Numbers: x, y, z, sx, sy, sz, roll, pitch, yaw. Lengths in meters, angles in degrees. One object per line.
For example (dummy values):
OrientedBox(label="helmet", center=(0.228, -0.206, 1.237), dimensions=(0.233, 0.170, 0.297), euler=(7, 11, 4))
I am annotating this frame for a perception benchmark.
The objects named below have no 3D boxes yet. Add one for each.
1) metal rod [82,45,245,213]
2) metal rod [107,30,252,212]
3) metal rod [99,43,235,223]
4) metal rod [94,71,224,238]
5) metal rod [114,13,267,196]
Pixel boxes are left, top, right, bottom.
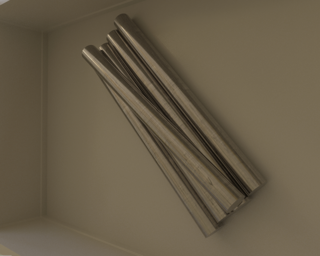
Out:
OrientedBox(label="metal rod", center=(-0.014, -0.018, 0.383), dimensions=(0.300, 0.025, 0.025), euler=(46, 118, 30))
OrientedBox(label="metal rod", center=(0.010, -0.027, 0.397), dimensions=(0.025, 0.025, 0.300), euler=(-50, 61, 28))
OrientedBox(label="metal rod", center=(-0.004, -0.011, 0.409), dimensions=(0.025, 0.025, 0.300), euler=(-50, 61, 28))
OrientedBox(label="metal rod", center=(-0.016, 0.009, 0.419), dimensions=(0.025, 0.025, 0.300), euler=(-50, 61, 28))
OrientedBox(label="metal rod", center=(0.023, -0.046, 0.387), dimensions=(0.025, 0.025, 0.300), euler=(-50, 61, 28))
